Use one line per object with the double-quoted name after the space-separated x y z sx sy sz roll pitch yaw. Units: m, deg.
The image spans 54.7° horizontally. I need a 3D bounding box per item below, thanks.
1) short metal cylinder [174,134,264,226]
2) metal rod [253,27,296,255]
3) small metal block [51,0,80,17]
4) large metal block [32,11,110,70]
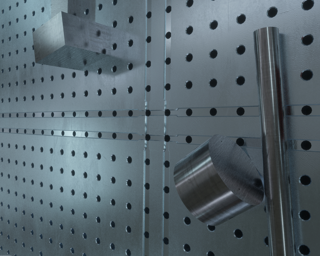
0.061 0.053 0.322 0.050 0.081 0.080 -41 65 32 "short metal cylinder"
0.117 0.049 0.311 0.025 0.025 0.298 -6 87 39 "metal rod"
-0.165 -0.217 0.543 0.050 0.025 0.050 2 92 39 "small metal block"
-0.139 -0.132 0.485 0.080 0.081 0.050 -14 81 39 "large metal block"
